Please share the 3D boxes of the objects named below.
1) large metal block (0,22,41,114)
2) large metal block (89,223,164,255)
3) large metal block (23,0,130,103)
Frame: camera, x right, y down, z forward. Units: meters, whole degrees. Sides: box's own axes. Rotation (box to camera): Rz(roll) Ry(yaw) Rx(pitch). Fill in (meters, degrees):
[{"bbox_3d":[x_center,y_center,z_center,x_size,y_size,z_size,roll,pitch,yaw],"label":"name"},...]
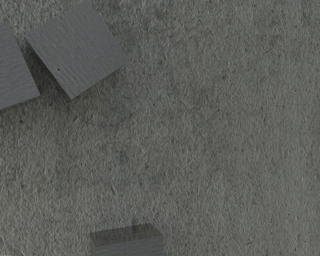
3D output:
[{"bbox_3d":[-0.183,-0.055,0.328,0.081,0.050,0.080,-24,98,-18],"label":"large metal block"},{"bbox_3d":[-0.041,0.170,0.381,0.081,0.050,0.079,-3,91,-20],"label":"large metal block"},{"bbox_3d":[-0.096,-0.086,0.360,0.080,0.050,0.080,-38,102,-16],"label":"large metal block"}]
